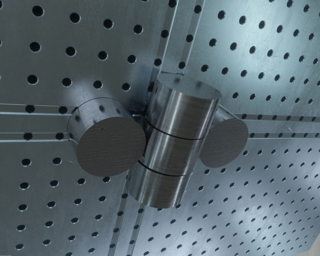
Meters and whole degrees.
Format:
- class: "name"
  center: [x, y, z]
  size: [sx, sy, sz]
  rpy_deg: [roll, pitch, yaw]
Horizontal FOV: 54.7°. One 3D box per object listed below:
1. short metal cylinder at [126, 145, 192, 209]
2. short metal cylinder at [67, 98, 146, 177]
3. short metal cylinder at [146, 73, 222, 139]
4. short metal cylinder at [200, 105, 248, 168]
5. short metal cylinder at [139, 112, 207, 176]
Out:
- class: "short metal cylinder"
  center: [-0.001, 0.061, 0.414]
  size: [0.081, 0.080, 0.050]
  rpy_deg: [1, 118, -29]
- class: "short metal cylinder"
  center: [-0.064, 0.011, 0.367]
  size: [0.081, 0.050, 0.079]
  rpy_deg: [-14, 125, -21]
- class: "short metal cylinder"
  center: [0.028, -0.028, 0.374]
  size: [0.081, 0.080, 0.050]
  rpy_deg: [2, 117, -30]
- class: "short metal cylinder"
  center: [0.078, 0.010, 0.445]
  size: [0.081, 0.050, 0.079]
  rpy_deg: [-14, 125, -21]
- class: "short metal cylinder"
  center: [0.014, 0.017, 0.394]
  size: [0.081, 0.080, 0.050]
  rpy_deg: [2, 118, -30]
